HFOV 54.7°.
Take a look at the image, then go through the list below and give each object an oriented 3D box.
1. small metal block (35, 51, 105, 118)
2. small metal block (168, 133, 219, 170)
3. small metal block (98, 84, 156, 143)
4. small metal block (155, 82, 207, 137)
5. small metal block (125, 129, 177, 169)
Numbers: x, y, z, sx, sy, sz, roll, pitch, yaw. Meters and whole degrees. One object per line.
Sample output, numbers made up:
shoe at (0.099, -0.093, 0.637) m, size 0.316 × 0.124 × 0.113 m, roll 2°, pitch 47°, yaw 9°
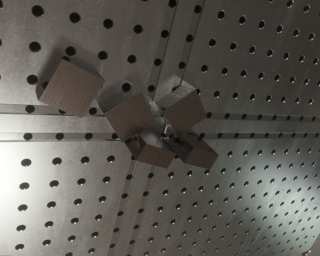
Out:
small metal block at (-0.096, -0.045, 0.332) m, size 0.050 × 0.025 × 0.050 m, roll 25°, pitch 104°, yaw -37°
small metal block at (0.047, 0.031, 0.442) m, size 0.050 × 0.050 × 0.025 m, roll 18°, pitch 109°, yaw -36°
small metal block at (-0.040, -0.018, 0.380) m, size 0.050 × 0.025 × 0.050 m, roll -32°, pitch 129°, yaw -8°
small metal block at (0.029, -0.024, 0.414) m, size 0.050 × 0.025 × 0.050 m, roll -34°, pitch 129°, yaw -6°
small metal block at (-0.014, 0.024, 0.404) m, size 0.050 × 0.050 × 0.025 m, roll 20°, pitch 107°, yaw -36°
